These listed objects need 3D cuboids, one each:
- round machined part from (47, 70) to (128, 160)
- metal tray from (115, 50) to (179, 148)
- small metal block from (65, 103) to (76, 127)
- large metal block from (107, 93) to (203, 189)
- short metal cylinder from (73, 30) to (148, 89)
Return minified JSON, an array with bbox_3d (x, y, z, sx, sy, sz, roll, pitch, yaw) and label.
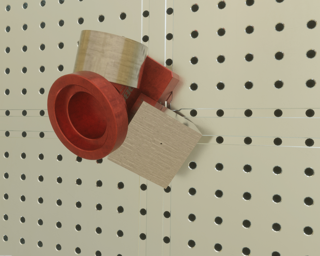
[{"bbox_3d":[-0.076,-0.017,0.350,0.098,0.042,0.097,12,116,27],"label":"round machined part"},{"bbox_3d":[-0.046,-0.040,0.426,0.090,0.030,0.129,36,101,16],"label":"metal tray"},{"bbox_3d":[-0.105,-0.027,0.402,0.025,0.050,0.050,20,97,18],"label":"small metal block"},{"bbox_3d":[-0.008,0.015,0.382,0.080,0.050,0.080,30,101,-14],"label":"large metal block"},{"bbox_3d":[-0.059,-0.080,0.371,0.080,0.080,0.050,14,95,19],"label":"short metal cylinder"}]
